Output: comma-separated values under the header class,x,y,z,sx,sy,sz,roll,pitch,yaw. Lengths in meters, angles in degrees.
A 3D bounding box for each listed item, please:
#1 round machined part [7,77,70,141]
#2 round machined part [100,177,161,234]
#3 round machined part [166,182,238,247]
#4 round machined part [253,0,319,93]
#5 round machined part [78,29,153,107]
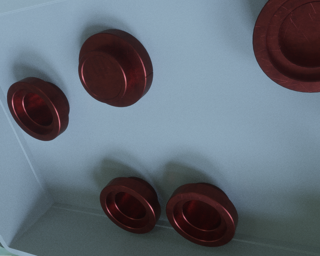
class,x,y,z,sx,sy,sz,roll,pitch,yaw
round machined part,-0.179,-0.032,0.472,0.098,0.042,0.097,13,124,21
round machined part,-0.043,0.117,0.493,0.098,0.042,0.097,13,124,21
round machined part,0.061,0.116,0.437,0.098,0.042,0.097,13,124,21
round machined part,0.136,-0.084,0.274,0.098,0.042,0.097,13,124,21
round machined part,-0.062,-0.069,0.387,0.098,0.042,0.097,13,124,21
